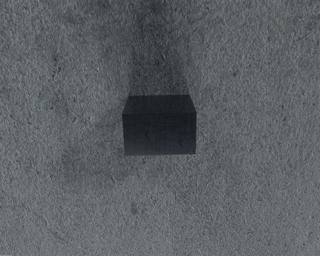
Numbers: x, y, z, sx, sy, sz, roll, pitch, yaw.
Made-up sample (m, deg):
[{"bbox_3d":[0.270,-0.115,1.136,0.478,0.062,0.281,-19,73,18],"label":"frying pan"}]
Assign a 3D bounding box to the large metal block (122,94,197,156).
[{"bbox_3d":[0.000,-0.006,0.380,0.081,0.080,0.050,-1,110,0],"label":"large metal block"}]
